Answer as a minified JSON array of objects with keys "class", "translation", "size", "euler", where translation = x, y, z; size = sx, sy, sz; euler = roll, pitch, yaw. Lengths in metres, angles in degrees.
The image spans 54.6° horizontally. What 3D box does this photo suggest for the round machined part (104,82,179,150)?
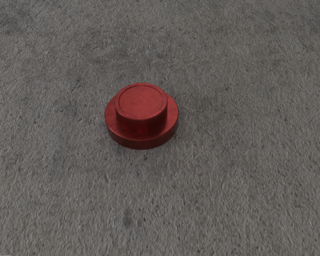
[{"class":"round machined part","translation":[-0.024,-0.023,0.411],"size":[0.099,0.042,0.098],"euler":[0,50,0]}]
